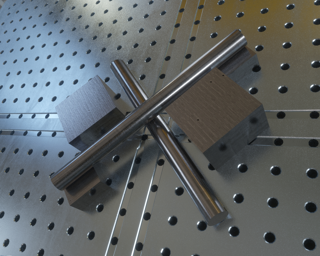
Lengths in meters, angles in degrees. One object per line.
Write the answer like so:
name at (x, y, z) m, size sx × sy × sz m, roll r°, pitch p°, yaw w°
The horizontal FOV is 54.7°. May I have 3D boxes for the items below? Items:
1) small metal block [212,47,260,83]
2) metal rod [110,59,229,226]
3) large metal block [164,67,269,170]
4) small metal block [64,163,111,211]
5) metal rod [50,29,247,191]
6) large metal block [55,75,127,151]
small metal block at (0.095, -0.088, 0.413) m, size 0.050 × 0.025 × 0.050 m, roll -38°, pitch 51°, yaw 3°
metal rod at (-0.005, -0.004, 0.412) m, size 0.025 × 0.025 × 0.300 m, roll -37°, pitch 51°, yaw 4°
large metal block at (0.066, -0.012, 0.365) m, size 0.080 × 0.050 × 0.080 m, roll -40°, pitch 51°, yaw 1°
small metal block at (-0.101, 0.073, 0.417) m, size 0.050 × 0.025 × 0.050 m, roll -39°, pitch 51°, yaw 2°
metal rod at (-0.015, -0.022, 0.397) m, size 0.300 × 0.025 × 0.025 m, roll -38°, pitch 51°, yaw 2°
large metal block at (-0.097, -0.018, 0.454) m, size 0.080 × 0.050 × 0.080 m, roll -37°, pitch 51°, yaw 3°
